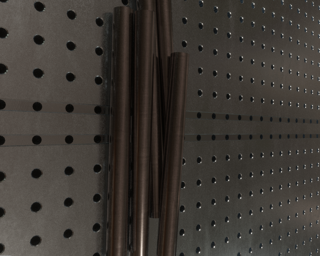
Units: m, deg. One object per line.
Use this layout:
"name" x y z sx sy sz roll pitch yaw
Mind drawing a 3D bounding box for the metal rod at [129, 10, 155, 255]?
"metal rod" -0.022 0.011 0.379 0.025 0.025 0.298 -2 95 -40

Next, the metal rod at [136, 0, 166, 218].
"metal rod" -0.011 -0.034 0.401 0.025 0.025 0.298 -5 94 -40

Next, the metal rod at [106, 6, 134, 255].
"metal rod" -0.048 0.007 0.370 0.025 0.025 0.298 2 89 -40

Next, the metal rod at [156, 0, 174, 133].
"metal rod" 0.007 -0.102 0.416 0.025 0.025 0.298 -6 94 -40

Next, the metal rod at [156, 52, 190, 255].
"metal rod" 0.015 0.055 0.390 0.025 0.025 0.298 7 86 -40
